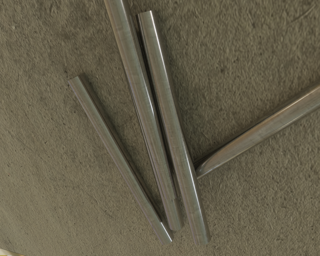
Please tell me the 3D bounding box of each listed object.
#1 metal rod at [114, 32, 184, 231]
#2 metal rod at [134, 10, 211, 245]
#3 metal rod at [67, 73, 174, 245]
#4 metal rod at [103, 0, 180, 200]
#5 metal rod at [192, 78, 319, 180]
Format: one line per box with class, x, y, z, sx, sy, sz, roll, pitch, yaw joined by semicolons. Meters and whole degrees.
metal rod;-0.008;0.021;0.423;0.025;0.025;0.298;0;119;28
metal rod;0.021;0.013;0.380;0.025;0.025;0.298;-5;109;30
metal rod;-0.052;0.057;0.469;0.025;0.025;0.299;-15;111;34
metal rod;-0.020;-0.039;0.367;0.025;0.025;0.298;-1;119;29
metal rod;0.131;-0.013;0.329;0.025;0.025;0.299;46;129;-4
